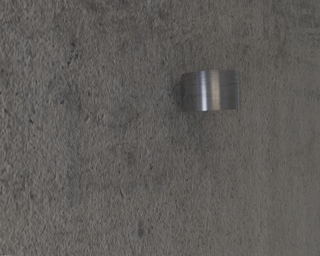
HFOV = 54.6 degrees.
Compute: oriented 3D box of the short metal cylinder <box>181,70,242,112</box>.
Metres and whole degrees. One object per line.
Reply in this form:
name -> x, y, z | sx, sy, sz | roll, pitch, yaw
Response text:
short metal cylinder -> 0.070, -0.049, 0.426 | 0.081, 0.080, 0.050 | -5, 93, -40
